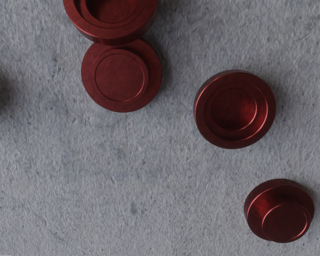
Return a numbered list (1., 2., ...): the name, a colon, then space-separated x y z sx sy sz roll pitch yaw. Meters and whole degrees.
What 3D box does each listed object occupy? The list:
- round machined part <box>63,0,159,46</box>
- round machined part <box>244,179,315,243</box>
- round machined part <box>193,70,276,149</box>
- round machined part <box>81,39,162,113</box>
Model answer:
1. round machined part: -0.050 -0.136 0.337 0.099 0.042 0.097 0 84 1
2. round machined part: 0.176 0.126 0.450 0.099 0.042 0.097 0 110 -1
3. round machined part: 0.091 -0.026 0.393 0.099 0.042 0.097 0 110 -1
4. round machined part: -0.047 -0.065 0.376 0.099 0.042 0.097 0 110 -1
